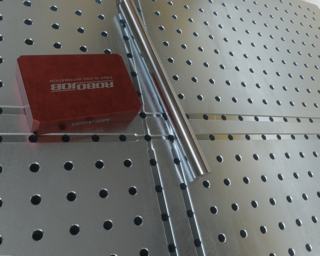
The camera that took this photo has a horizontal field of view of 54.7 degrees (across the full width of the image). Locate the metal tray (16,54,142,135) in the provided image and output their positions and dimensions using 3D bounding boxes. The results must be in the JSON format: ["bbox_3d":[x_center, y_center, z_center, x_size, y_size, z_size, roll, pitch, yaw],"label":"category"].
[{"bbox_3d":[-0.097,-0.046,0.380,0.131,0.030,0.090,-10,67,-32],"label":"metal tray"}]

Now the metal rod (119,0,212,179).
[{"bbox_3d":[0.001,-0.068,0.449,0.025,0.025,0.299,-10,67,-32],"label":"metal rod"}]
